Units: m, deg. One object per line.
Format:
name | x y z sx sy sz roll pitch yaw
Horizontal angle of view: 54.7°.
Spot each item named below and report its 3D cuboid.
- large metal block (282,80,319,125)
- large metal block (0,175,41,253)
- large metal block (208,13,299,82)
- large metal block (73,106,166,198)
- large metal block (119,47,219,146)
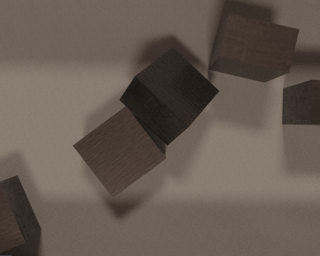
large metal block | 0.209 -0.028 0.387 0.081 0.080 0.050 2 90 -1
large metal block | -0.215 0.117 0.396 0.080 0.050 0.080 -23 90 -1
large metal block | 0.111 -0.095 0.385 0.080 0.080 0.050 13 90 -1
large metal block | -0.049 0.029 0.398 0.080 0.050 0.080 -37 90 0
large metal block | 0.013 -0.040 0.379 0.080 0.050 0.080 44 51 0
